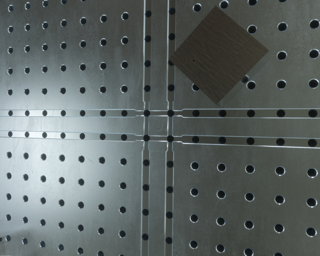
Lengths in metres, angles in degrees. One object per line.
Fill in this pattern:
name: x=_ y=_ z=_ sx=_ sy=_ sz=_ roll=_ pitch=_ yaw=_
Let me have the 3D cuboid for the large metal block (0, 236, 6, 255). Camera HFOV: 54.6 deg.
large metal block: x=-0.309 y=0.214 z=0.494 sx=0.080 sy=0.080 sz=0.050 roll=-11 pitch=86 yaw=20

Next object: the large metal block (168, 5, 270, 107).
large metal block: x=0.072 y=-0.083 z=0.374 sx=0.080 sy=0.050 sz=0.080 roll=46 pitch=104 yaw=14
